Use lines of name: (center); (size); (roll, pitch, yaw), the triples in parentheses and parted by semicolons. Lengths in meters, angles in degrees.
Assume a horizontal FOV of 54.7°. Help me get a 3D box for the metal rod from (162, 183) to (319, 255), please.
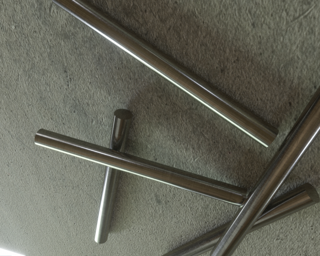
metal rod: (0.093, 0.156, 0.453); (0.025, 0.025, 0.299); (44, 129, -2)

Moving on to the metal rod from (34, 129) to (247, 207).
metal rod: (-0.033, 0.052, 0.430); (0.301, 0.025, 0.025); (15, 125, 9)

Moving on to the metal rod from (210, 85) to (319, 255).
metal rod: (0.127, 0.064, 0.360); (0.025, 0.025, 0.298); (27, 122, 11)

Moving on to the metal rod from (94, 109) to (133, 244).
metal rod: (-0.082, 0.097, 0.509); (0.025, 0.025, 0.298); (25, 127, 13)

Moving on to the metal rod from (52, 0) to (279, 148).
metal rod: (0.003, -0.074, 0.359); (0.301, 0.025, 0.025); (35, 129, 4)
